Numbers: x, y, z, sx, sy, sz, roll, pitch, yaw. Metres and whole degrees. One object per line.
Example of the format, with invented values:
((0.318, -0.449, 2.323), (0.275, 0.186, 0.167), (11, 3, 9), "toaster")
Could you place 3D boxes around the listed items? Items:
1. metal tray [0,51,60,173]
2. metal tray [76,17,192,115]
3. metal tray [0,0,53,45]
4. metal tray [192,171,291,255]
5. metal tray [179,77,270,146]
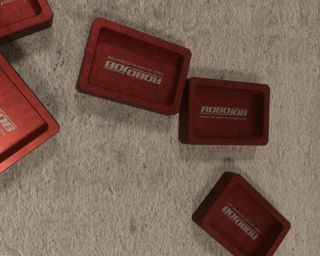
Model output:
((-0.181, -0.024, 0.321), (0.090, 0.030, 0.130), (-38, 116, -14), "metal tray")
((-0.031, -0.074, 0.395), (0.131, 0.030, 0.090), (14, 85, -20), "metal tray")
((-0.196, -0.134, 0.333), (0.131, 0.030, 0.090), (-28, 100, -18), "metal tray")
((0.121, 0.137, 0.453), (0.130, 0.030, 0.090), (43, 76, -15), "metal tray")
((0.093, -0.021, 0.442), (0.131, 0.030, 0.089), (2, 89, -21), "metal tray")
